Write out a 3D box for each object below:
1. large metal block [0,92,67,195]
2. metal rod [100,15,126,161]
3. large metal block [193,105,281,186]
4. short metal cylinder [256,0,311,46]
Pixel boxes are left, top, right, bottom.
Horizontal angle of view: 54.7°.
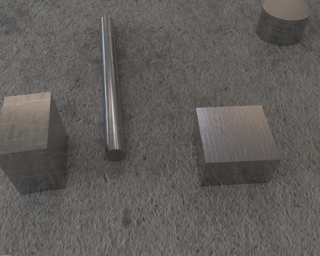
[{"bbox_3d":[-0.141,0.018,0.352,0.050,0.080,0.080,-8,51,-6],"label":"large metal block"},{"bbox_3d":[-0.075,-0.081,0.470,0.025,0.025,0.300,-6,50,-5],"label":"metal rod"},{"bbox_3d":[0.086,0.020,0.371,0.081,0.050,0.080,-2,50,-2],"label":"large metal block"},{"bbox_3d":[0.217,-0.189,0.548,0.081,0.050,0.080,0,50,0],"label":"short metal cylinder"}]
